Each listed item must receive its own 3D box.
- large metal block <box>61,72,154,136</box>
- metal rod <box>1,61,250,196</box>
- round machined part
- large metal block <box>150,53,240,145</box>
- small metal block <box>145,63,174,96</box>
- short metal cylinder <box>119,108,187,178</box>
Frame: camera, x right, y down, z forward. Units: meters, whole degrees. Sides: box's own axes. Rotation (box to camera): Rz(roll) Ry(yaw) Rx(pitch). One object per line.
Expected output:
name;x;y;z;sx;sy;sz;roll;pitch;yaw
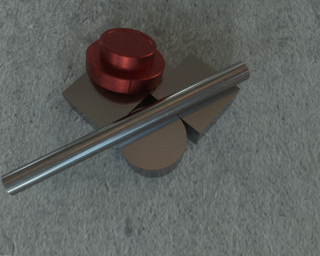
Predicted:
large metal block;-0.065;-0.037;0.408;0.080;0.050;0.080;40;75;13
metal rod;-0.030;-0.005;0.357;0.302;0.025;0.025;-27;73;-10
round machined part;-0.041;-0.089;0.385;0.099;0.042;0.098;8;43;-8
large metal block;0.044;-0.038;0.411;0.080;0.050;0.080;40;74;13
small metal block;-0.010;-0.070;0.434;0.050;0.025;0.050;41;75;13
short metal cylinder;-0.009;0.018;0.389;0.081;0.050;0.080;0;70;0
